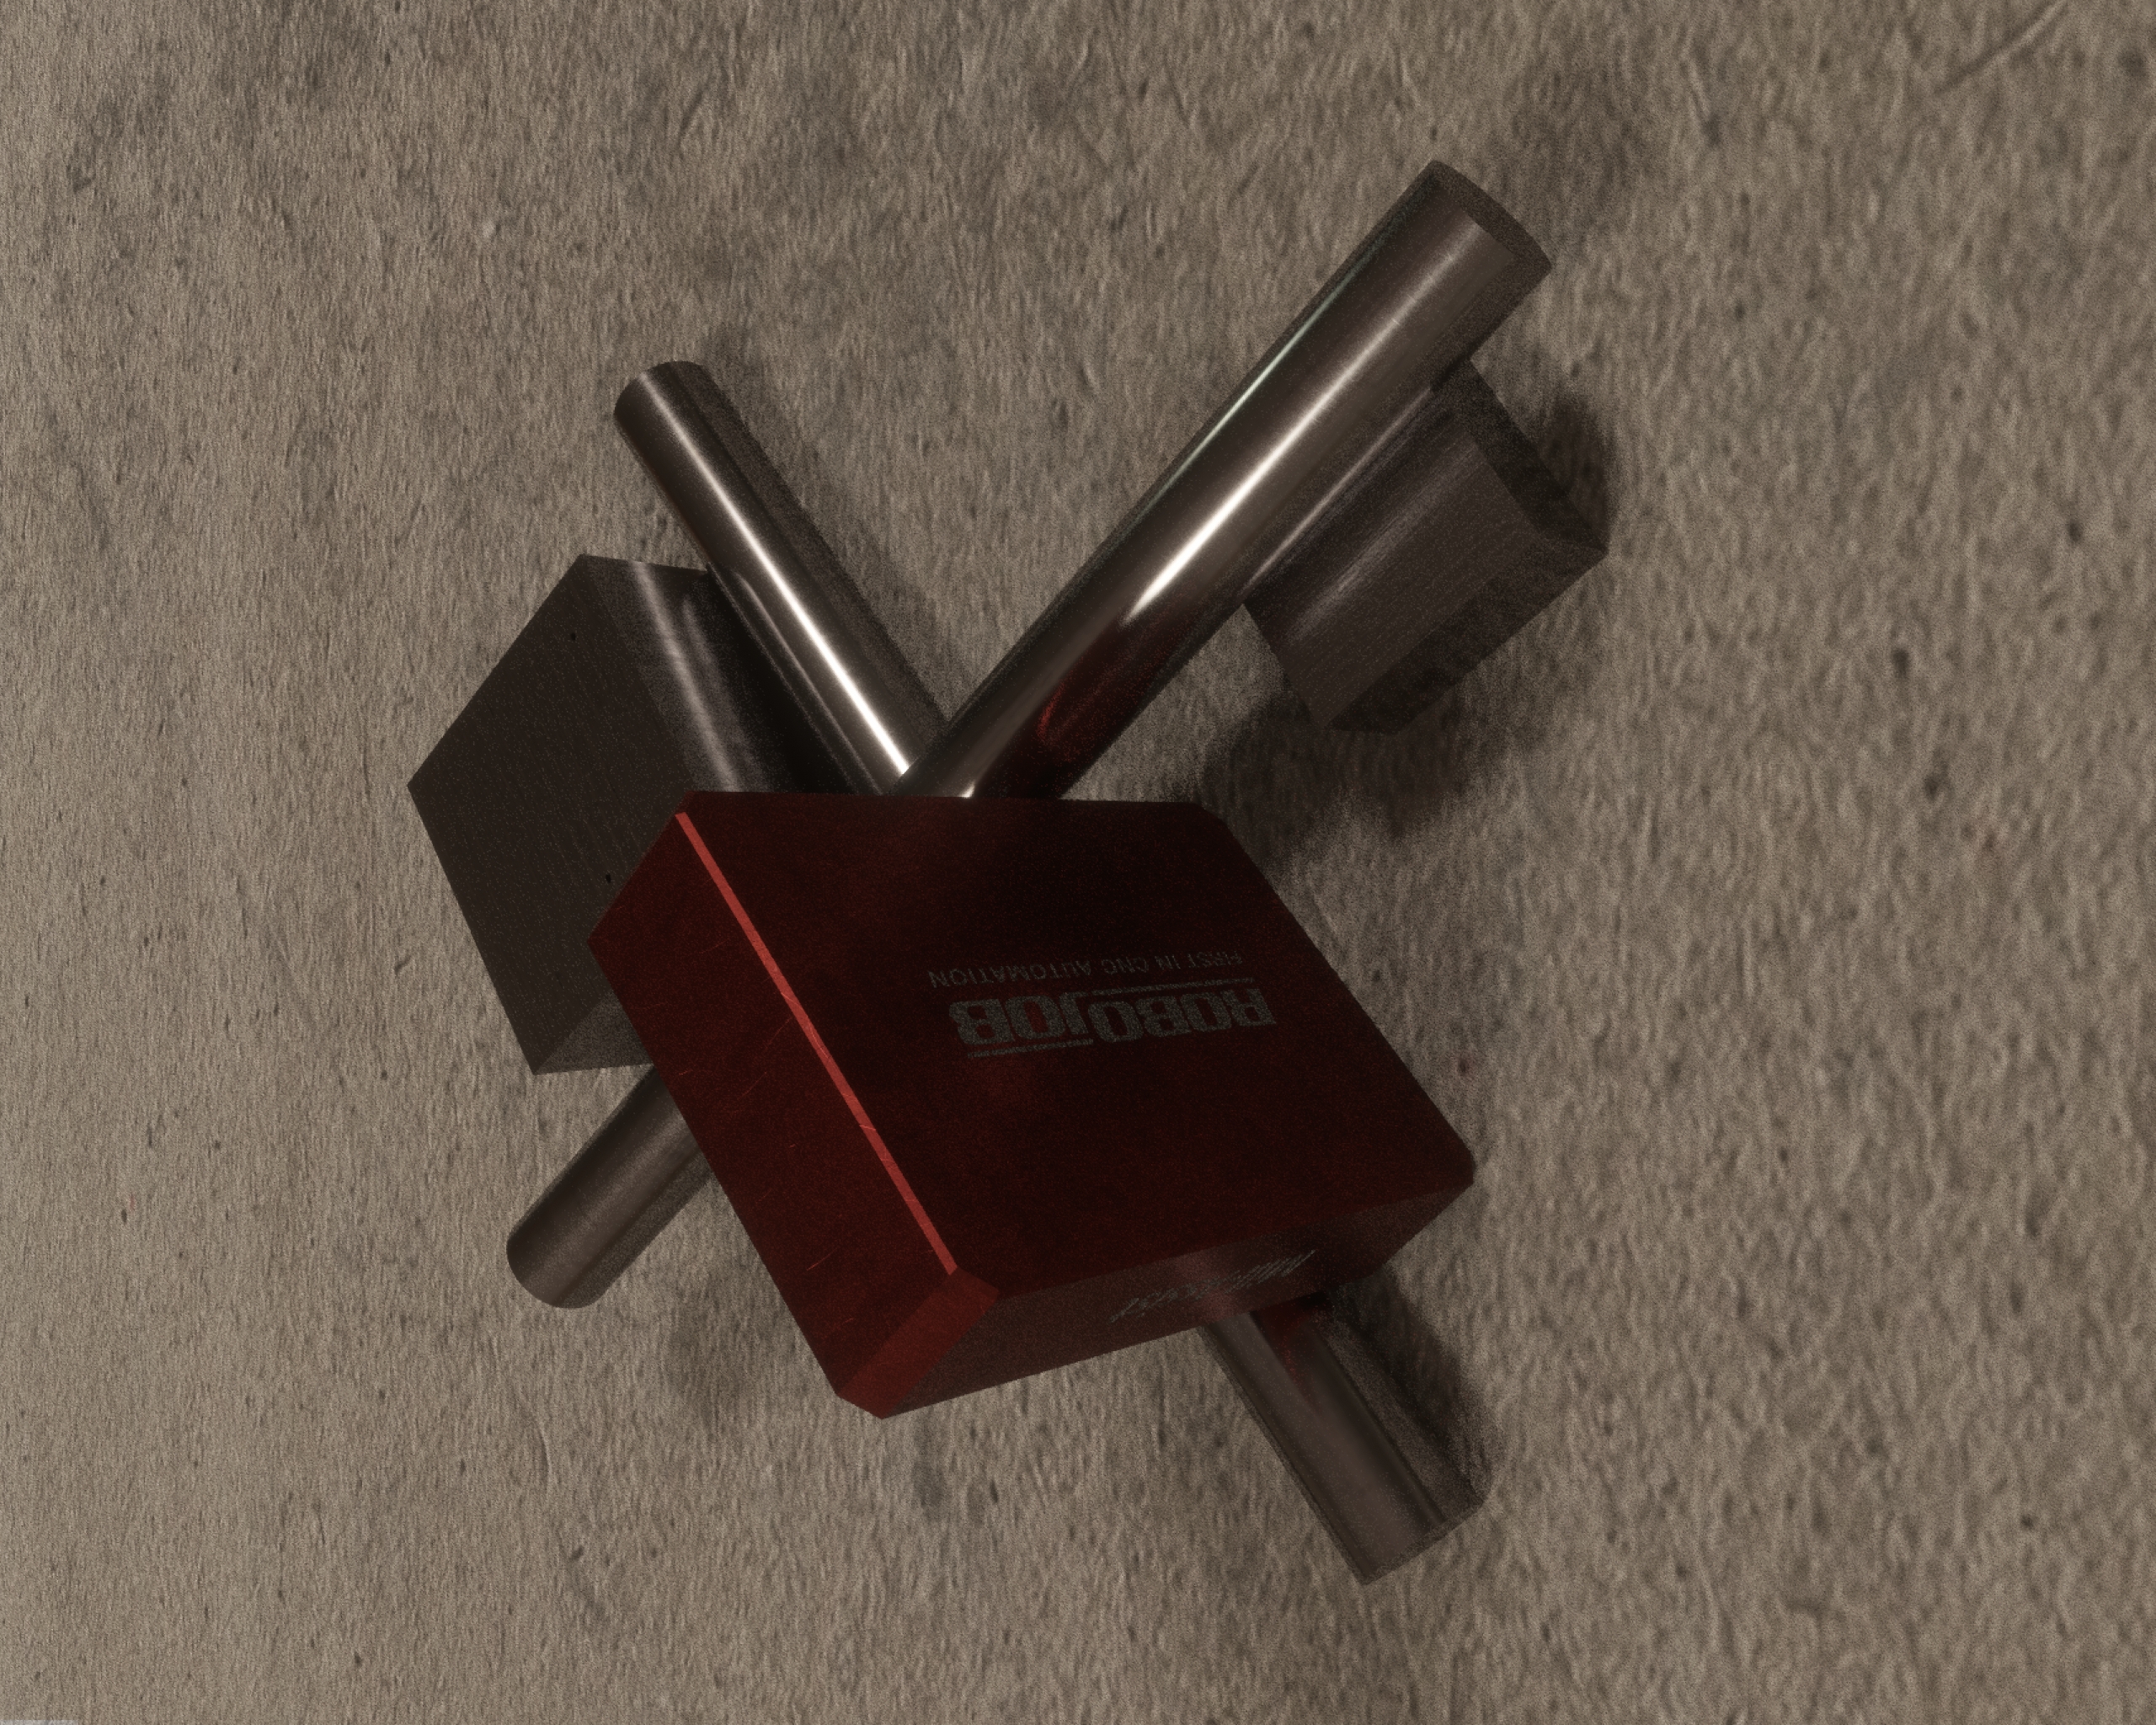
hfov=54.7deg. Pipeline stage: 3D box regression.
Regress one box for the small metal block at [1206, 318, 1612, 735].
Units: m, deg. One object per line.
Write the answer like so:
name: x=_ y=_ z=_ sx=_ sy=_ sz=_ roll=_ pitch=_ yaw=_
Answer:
small metal block: x=0.054 y=-0.057 z=0.360 sx=0.050 sy=0.025 sz=0.050 roll=-43 pitch=65 yaw=31

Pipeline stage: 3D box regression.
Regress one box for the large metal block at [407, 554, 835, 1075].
large metal block: x=-0.095 y=-0.010 z=0.465 sx=0.080 sy=0.050 sz=0.080 roll=-44 pitch=64 yaw=31

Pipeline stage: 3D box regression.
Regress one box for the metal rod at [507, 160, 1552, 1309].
metal rod: x=-0.026 y=-0.005 z=0.393 sx=0.299 sy=0.025 sz=0.025 roll=-46 pitch=63 yaw=29

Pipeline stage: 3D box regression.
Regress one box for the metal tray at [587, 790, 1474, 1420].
metal tray: x=-0.002 y=0.032 z=0.337 sx=0.030 sy=0.131 sz=0.090 roll=-50 pitch=60 yaw=29

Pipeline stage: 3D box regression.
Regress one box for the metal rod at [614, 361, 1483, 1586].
metal rod: x=-0.018 y=0.005 z=0.420 sx=0.025 sy=0.025 sz=0.299 roll=-49 pitch=61 yaw=28
